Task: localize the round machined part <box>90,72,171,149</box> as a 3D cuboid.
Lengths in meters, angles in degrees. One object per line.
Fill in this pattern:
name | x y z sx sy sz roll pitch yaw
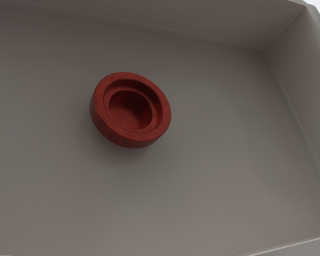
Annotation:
round machined part | -0.039 -0.018 0.386 0.099 0.042 0.098 14 56 -21
